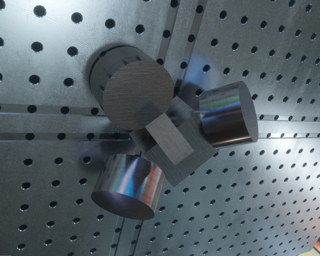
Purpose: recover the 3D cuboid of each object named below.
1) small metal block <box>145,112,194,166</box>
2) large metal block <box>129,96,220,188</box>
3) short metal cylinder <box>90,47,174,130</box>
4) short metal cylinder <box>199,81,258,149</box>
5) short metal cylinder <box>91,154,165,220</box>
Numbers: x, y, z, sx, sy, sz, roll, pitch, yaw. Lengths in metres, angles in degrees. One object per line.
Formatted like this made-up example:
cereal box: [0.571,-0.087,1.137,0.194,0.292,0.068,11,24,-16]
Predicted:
small metal block: [0.010,0.013,0.340,0.025,0.050,0.050,-37,86,-1]
large metal block: [0.020,0.019,0.410,0.080,0.050,0.080,-39,130,-2]
short metal cylinder: [-0.032,-0.045,0.346,0.081,0.050,0.079,-14,124,-21]
short metal cylinder: [0.091,-0.016,0.402,0.050,0.080,0.080,-13,136,28]
short metal cylinder: [-0.039,0.075,0.389,0.080,0.050,0.080,12,145,9]
